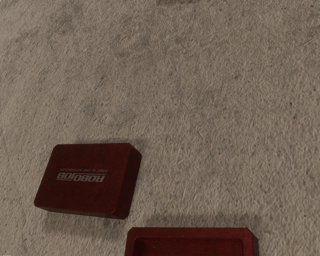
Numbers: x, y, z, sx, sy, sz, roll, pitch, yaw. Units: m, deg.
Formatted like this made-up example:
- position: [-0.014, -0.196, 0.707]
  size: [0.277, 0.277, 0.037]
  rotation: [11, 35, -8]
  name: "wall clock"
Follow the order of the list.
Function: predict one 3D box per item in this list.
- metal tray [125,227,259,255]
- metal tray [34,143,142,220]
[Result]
- position: [0.027, 0.144, 0.297]
  size: [0.130, 0.030, 0.090]
  rotation: [-8, 58, 23]
  name: "metal tray"
- position: [-0.095, 0.067, 0.408]
  size: [0.130, 0.030, 0.090]
  rotation: [-2, 60, 26]
  name: "metal tray"
